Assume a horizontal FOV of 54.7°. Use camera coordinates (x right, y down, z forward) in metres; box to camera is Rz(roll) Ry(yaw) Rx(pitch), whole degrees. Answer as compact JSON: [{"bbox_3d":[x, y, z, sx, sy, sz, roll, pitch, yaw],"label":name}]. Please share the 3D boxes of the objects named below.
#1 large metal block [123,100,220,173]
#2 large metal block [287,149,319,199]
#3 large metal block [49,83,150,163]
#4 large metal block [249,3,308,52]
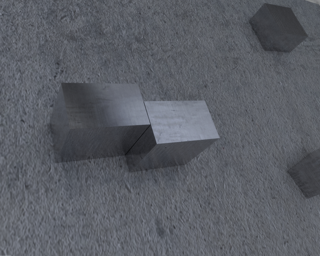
[{"bbox_3d":[0.008,0.010,0.366,0.081,0.080,0.050,-4,64,-30],"label":"large metal block"},{"bbox_3d":[0.259,0.057,0.473,0.081,0.080,0.050,-23,74,-36],"label":"large metal block"},{"bbox_3d":[-0.068,-0.005,0.334,0.081,0.080,0.050,-4,64,-30],"label":"large metal block"},{"bbox_3d":[0.246,-0.207,0.646,0.081,0.050,0.080,-5,64,-30],"label":"large metal block"}]
